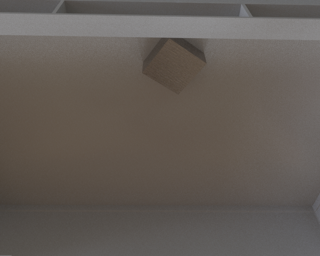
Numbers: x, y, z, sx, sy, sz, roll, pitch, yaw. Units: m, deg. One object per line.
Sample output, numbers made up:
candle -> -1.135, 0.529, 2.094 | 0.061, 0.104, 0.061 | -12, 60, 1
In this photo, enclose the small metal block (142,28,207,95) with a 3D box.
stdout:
small metal block -> 0.015, -0.073, 0.347 | 0.050, 0.025, 0.050 | 28, 124, -23
